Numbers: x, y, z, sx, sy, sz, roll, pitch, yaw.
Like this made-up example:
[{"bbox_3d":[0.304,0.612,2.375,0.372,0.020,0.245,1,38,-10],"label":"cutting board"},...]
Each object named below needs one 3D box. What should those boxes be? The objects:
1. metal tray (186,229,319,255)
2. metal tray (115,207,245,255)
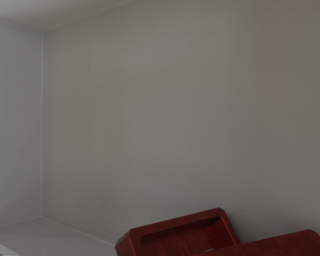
[{"bbox_3d":[0.089,0.139,0.249,0.090,0.131,0.030,-111,16,-52],"label":"metal tray"},{"bbox_3d":[0.031,0.135,0.304,0.030,0.131,0.090,-51,53,38],"label":"metal tray"}]
